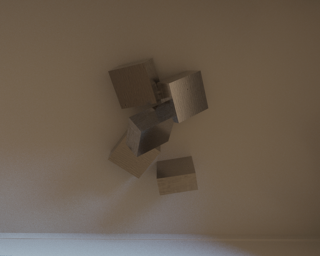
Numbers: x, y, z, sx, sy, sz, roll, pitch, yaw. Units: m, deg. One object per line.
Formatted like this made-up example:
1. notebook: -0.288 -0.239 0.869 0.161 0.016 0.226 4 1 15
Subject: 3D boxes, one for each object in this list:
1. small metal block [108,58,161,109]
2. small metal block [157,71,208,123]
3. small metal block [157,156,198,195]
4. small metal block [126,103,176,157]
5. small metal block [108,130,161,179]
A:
1. small metal block: -0.029 -0.054 0.382 0.050 0.025 0.050 -8 112 26
2. small metal block: 0.029 -0.040 0.384 0.050 0.025 0.050 -27 113 -29
3. small metal block: 0.022 0.064 0.422 0.050 0.050 0.025 -9 110 3
4. small metal block: -0.012 0.003 0.381 0.050 0.025 0.050 -26 149 -29
5. small metal block: -0.034 0.033 0.423 0.050 0.025 0.050 34 106 -12
